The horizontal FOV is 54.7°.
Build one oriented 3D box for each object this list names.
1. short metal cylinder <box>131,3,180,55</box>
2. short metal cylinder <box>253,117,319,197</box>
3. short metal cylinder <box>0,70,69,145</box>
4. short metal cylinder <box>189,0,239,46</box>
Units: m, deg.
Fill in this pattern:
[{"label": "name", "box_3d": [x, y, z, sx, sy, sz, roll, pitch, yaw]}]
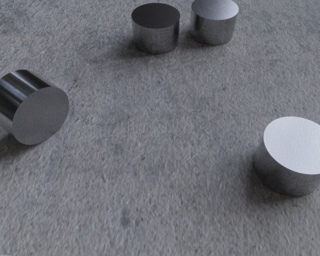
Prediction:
[{"label": "short metal cylinder", "box_3d": [-0.007, -0.171, 0.530, 0.081, 0.050, 0.080, 0, 50, 0]}, {"label": "short metal cylinder", "box_3d": [0.156, 0.033, 0.362, 0.081, 0.050, 0.080, 0, 50, 0]}, {"label": "short metal cylinder", "box_3d": [-0.163, -0.026, 0.387, 0.050, 0.080, 0.080, 31, 57, 23]}, {"label": "short metal cylinder", "box_3d": [0.094, -0.191, 0.548, 0.081, 0.050, 0.080, 0, 50, 0]}]
